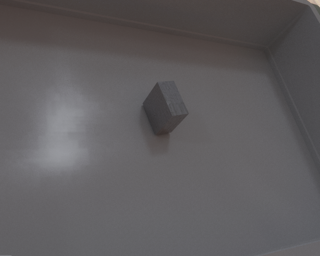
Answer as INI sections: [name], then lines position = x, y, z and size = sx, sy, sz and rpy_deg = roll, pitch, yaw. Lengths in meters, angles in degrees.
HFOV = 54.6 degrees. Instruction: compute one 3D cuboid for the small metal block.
[small metal block]
position = 0.006, -0.026, 0.404
size = 0.025, 0.050, 0.050
rpy_deg = -9, 66, -32
